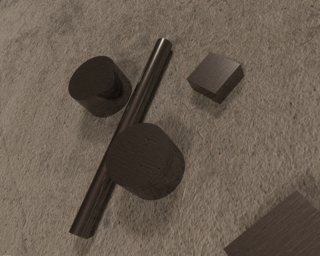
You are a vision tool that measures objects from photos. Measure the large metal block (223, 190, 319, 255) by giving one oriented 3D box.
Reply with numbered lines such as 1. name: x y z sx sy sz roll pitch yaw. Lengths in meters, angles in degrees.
1. large metal block: 0.115 0.114 0.258 0.080 0.050 0.080 -40 51 1

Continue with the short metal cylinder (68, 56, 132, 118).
1. short metal cylinder: -0.090 -0.062 0.472 0.080 0.050 0.080 -13 56 20

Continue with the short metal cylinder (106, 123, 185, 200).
1. short metal cylinder: -0.017 0.040 0.371 0.080 0.050 0.080 -13 56 20

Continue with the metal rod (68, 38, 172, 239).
1. metal rod: -0.046 0.000 0.426 0.025 0.025 0.300 9 66 32

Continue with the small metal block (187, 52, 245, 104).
1. small metal block: 0.073 -0.066 0.406 0.050 0.025 0.050 -49 52 -7
